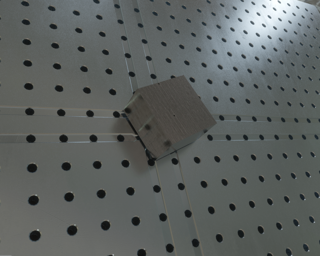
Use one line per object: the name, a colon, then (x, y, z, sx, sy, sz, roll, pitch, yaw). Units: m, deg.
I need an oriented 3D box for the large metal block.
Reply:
large metal block: (0.013, -0.015, 0.406, 0.081, 0.050, 0.080, -23, 74, -37)
